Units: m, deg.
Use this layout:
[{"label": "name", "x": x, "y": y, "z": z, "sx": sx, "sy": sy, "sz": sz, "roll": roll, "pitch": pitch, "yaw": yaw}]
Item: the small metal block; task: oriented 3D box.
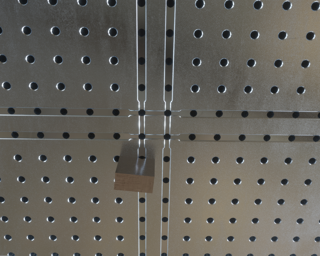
[{"label": "small metal block", "x": -0.034, "y": 0.063, "z": 0.423, "sx": 0.050, "sy": 0.050, "sz": 0.025, "roll": 6, "pitch": 110, "yaw": -3}]
